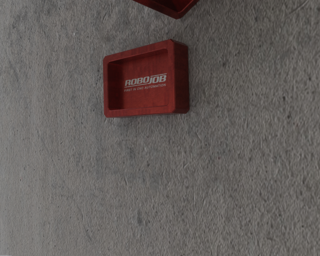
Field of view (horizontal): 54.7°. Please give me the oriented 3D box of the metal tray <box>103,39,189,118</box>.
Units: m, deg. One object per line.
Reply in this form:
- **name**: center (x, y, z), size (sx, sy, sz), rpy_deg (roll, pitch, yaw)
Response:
- **metal tray**: center (-0.023, -0.061, 0.420), size (0.130, 0.030, 0.089), rpy_deg (-2, 89, 40)

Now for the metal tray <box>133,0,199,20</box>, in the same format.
- **metal tray**: center (0.033, -0.183, 0.335), size (0.130, 0.091, 0.030), rpy_deg (-37, 67, 34)
